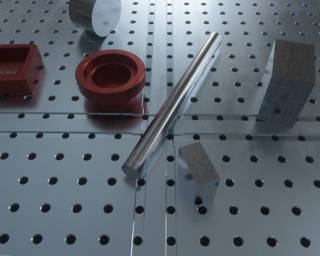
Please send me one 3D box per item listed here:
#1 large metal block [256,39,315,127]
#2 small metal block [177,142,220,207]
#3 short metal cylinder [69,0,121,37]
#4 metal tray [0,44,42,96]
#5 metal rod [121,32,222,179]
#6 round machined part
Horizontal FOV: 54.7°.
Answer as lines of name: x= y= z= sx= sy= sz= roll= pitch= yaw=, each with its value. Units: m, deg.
large metal block: x=0.171 y=-0.062 z=0.425 sx=0.050 sy=0.080 sz=0.080 roll=13 pitch=51 yaw=10
small metal block: x=0.041 y=0.052 z=0.348 sx=0.025 sy=0.050 sz=0.050 roll=-15 pitch=52 yaw=-12
short metal cylinder: x=-0.113 y=-0.208 z=0.546 sx=0.050 sy=0.080 sz=0.080 roll=25 pitch=55 yaw=20
metal tray: x=-0.260 y=-0.090 z=0.477 sx=0.131 sy=0.030 sz=0.090 roll=-2 pitch=50 yaw=-2
metal rod: x=0.031 y=-0.052 z=0.450 sx=0.025 sy=0.025 sz=0.301 roll=20 pitch=53 yaw=16
round machined part: x=-0.070 y=-0.069 z=0.454 sx=0.099 sy=0.042 sz=0.098 roll=0 pitch=50 yaw=0
